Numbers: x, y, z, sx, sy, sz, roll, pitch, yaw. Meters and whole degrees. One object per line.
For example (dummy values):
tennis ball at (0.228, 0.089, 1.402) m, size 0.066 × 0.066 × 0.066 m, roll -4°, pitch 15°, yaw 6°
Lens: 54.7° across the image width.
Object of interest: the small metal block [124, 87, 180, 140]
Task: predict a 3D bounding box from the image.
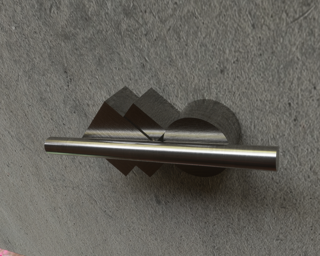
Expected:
small metal block at (-0.008, -0.018, 0.386) m, size 0.050 × 0.050 × 0.025 m, roll 40°, pitch 129°, yaw 0°

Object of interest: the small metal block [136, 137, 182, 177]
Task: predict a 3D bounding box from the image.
small metal block at (0.000, 0.030, 0.412) m, size 0.025 × 0.050 × 0.050 m, roll 41°, pitch 129°, yaw 0°

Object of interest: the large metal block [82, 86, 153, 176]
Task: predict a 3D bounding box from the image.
large metal block at (-0.046, 0.005, 0.418) m, size 0.080 × 0.050 × 0.080 m, roll 41°, pitch 129°, yaw 0°

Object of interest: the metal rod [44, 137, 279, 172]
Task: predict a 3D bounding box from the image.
metal rod at (-0.020, 0.027, 0.368) m, size 0.300 × 0.025 × 0.025 m, roll 1°, pitch 119°, yaw 27°

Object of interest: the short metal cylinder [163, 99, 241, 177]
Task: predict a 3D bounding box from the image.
short metal cylinder at (0.051, 0.012, 0.371) m, size 0.080 × 0.050 × 0.079 m, roll 13°, pitch 124°, yaw 21°
